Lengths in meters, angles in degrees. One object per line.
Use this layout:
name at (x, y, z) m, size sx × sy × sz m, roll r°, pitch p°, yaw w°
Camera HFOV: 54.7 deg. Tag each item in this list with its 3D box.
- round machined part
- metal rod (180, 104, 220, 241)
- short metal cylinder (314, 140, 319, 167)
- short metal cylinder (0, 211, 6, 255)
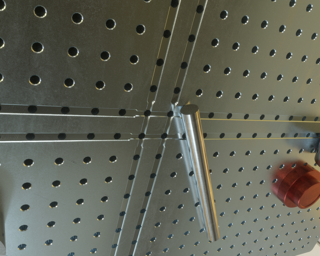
round machined part at (0.298, 0.128, 0.642) m, size 0.099 × 0.042 × 0.097 m, roll -14°, pitch 124°, yaw -21°
metal rod at (0.071, 0.091, 0.505) m, size 0.025 × 0.025 × 0.298 m, roll -25°, pitch 128°, yaw -13°
short metal cylinder at (0.346, 0.048, 0.594) m, size 0.081 × 0.080 × 0.050 m, roll -14°, pitch 124°, yaw -21°
short metal cylinder at (-0.223, 0.132, 0.355) m, size 0.081 × 0.050 × 0.079 m, roll -14°, pitch 124°, yaw -21°
